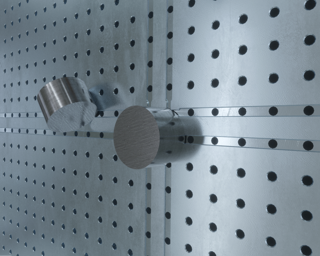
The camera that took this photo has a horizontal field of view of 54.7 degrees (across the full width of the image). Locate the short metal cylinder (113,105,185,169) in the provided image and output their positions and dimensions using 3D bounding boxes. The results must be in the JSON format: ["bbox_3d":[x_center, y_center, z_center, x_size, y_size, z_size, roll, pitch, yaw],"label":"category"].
[{"bbox_3d":[-0.015,0.012,0.406,0.080,0.050,0.079,0,90,40],"label":"short metal cylinder"}]

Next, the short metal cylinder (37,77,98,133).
[{"bbox_3d":[-0.148,-0.036,0.496,0.080,0.081,0.050,-44,64,31],"label":"short metal cylinder"}]
